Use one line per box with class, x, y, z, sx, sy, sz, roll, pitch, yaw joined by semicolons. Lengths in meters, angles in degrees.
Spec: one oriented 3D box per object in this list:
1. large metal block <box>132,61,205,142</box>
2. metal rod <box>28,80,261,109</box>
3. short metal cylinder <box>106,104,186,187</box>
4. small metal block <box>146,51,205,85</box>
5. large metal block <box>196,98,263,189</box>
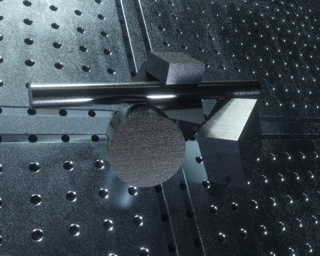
large metal block;0.008;-0.033;0.412;0.081;0.050;0.080;10;57;-23
metal rod;0.007;-0.044;0.370;0.303;0.025;0.025;-6;65;-31
short metal cylinder;-0.018;0.017;0.340;0.081;0.080;0.050;18;12;-18
small metal block;0.018;-0.074;0.379;0.050;0.025;0.050;-6;30;-31
large metal block;0.093;0.017;0.400;0.080;0.050;0.080;-53;137;-39
